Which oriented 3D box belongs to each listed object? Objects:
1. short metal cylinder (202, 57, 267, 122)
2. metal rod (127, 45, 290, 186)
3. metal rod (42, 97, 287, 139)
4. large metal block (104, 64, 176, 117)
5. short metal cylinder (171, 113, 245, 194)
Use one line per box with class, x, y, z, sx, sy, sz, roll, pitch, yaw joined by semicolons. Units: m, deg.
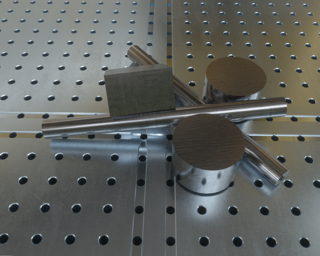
short metal cylinder;0.102;-0.055;0.434;0.081;0.050;0.080;0;50;0
metal rod;0.049;-0.033;0.432;0.025;0.025;0.300;-31;57;-23
metal rod;0.003;-0.012;0.391;0.302;0.025;0.025;-5;50;3
large metal block;-0.028;-0.053;0.407;0.081;0.050;0.080;-8;16;-6
short metal cylinder;0.054;0.029;0.363;0.081;0.050;0.080;0;50;0
